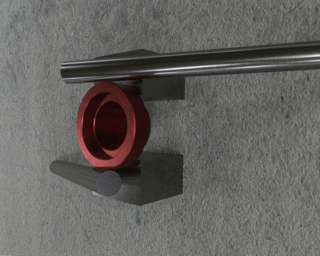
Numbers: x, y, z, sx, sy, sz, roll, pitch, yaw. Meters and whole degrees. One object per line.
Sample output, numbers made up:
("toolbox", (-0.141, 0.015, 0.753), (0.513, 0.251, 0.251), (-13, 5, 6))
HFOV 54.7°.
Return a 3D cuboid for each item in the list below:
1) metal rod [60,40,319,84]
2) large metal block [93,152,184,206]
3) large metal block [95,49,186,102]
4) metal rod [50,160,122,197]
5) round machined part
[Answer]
("metal rod", (0.040, -0.063, 0.302), (0.301, 0.025, 0.025), (0, 90, 17))
("large metal block", (-0.026, 0.058, 0.390), (0.080, 0.081, 0.050), (2, 91, 39))
("large metal block", (-0.024, -0.061, 0.388), (0.080, 0.081, 0.050), (2, 91, 39))
("metal rod", (-0.118, 0.062, 0.429), (0.299, 0.025, 0.025), (-7, 85, 62))
("round machined part", (-0.049, -0.002, 0.357), (0.098, 0.042, 0.097), (0, 90, 39))
